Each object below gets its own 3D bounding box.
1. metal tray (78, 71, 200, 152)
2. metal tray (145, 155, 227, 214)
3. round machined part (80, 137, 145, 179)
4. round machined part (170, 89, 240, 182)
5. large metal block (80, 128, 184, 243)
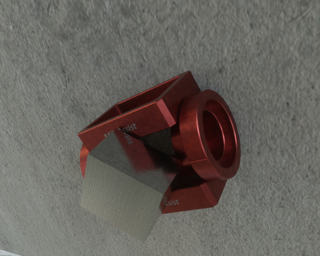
[{"bbox_3d":[-0.025,-0.018,0.368,0.130,0.090,0.030,-19,108,35],"label":"metal tray"},{"bbox_3d":[0.021,0.067,0.394,0.130,0.090,0.030,-19,109,35],"label":"metal tray"},{"bbox_3d":[-0.055,0.044,0.415,0.042,0.098,0.098,-17,110,34],"label":"round machined part"},{"bbox_3d":[0.048,0.010,0.341,0.042,0.098,0.098,-17,110,34],"label":"round machined part"},{"bbox_3d":[-0.032,0.060,0.325,0.080,0.050,0.079,26,128,11],"label":"large metal block"}]
